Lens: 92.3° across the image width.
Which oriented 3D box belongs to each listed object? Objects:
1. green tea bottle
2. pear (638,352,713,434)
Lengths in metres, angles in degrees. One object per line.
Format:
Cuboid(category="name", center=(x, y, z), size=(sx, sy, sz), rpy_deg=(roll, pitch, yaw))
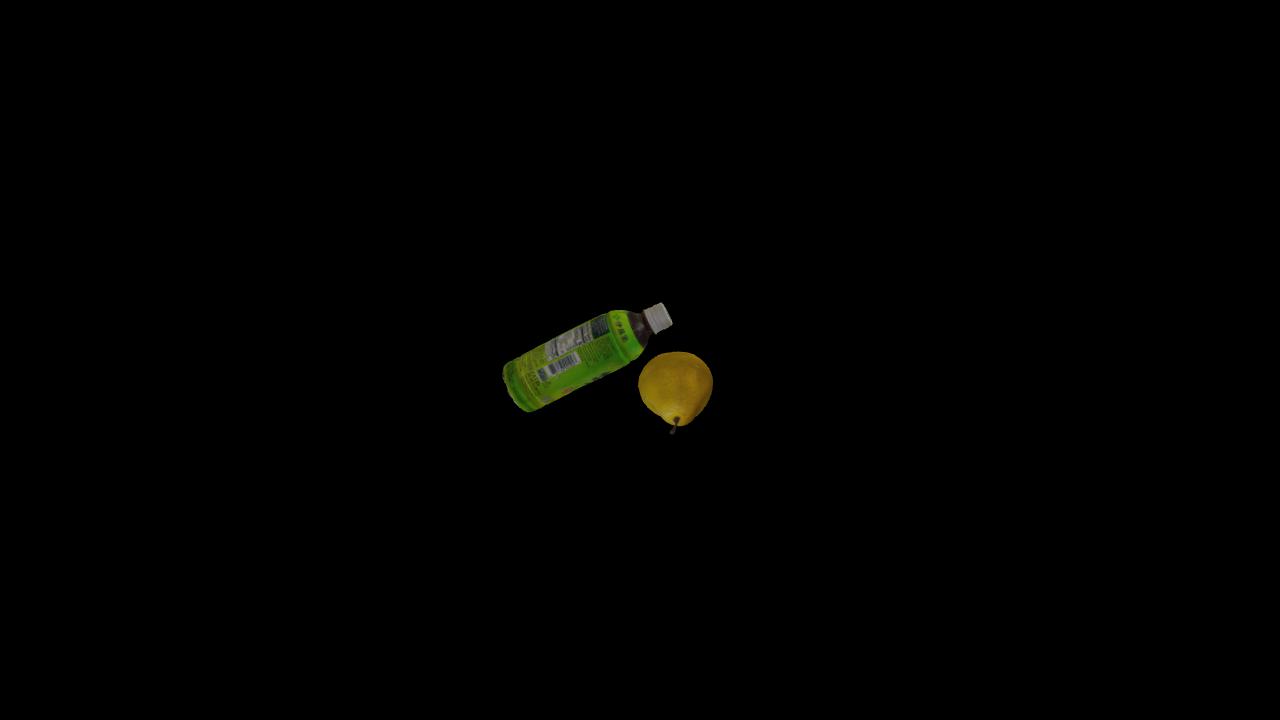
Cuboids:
Cuboid(category="green tea bottle", center=(-0.061, -0.009, 0.745), size=(0.212, 0.073, 0.073), rpy_deg=(-26, -5, 10))
Cuboid(category="pear", center=(0.041, 0.038, 0.641), size=(0.080, 0.080, 0.111), rpy_deg=(0, 27, -10))
